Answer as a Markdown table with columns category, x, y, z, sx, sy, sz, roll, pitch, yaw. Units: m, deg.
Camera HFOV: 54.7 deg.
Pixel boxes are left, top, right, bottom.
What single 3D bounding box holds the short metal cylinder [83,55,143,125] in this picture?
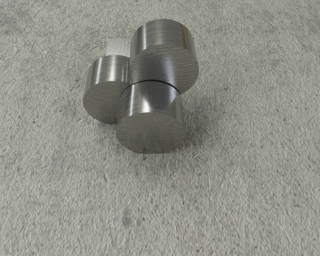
| category | x | y | z | sx | sy | sz | roll | pitch | yaw |
| --- | --- | --- | --- | --- | --- | --- | --- | --- | --- |
| short metal cylinder | -0.058 | -0.049 | 0.411 | 0.081 | 0.080 | 0.050 | -2 | 50 | -2 |

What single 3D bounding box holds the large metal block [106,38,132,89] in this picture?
| category | x | y | z | sx | sy | sz | roll | pitch | yaw |
| --- | --- | --- | --- | --- | --- | --- | --- | --- | --- |
| large metal block | -0.037 | -0.090 | 0.465 | 0.081 | 0.050 | 0.080 | -1 | 50 | -1 |

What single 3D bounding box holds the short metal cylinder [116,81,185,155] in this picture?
| category | x | y | z | sx | sy | sz | roll | pitch | yaw |
| --- | --- | --- | --- | --- | --- | --- | --- | --- | --- |
| short metal cylinder | -0.011 | -0.011 | 0.379 | 0.081 | 0.080 | 0.050 | 0 | 50 | 0 |

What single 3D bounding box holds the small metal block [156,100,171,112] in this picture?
| category | x | y | z | sx | sy | sz | roll | pitch | yaw |
| --- | --- | --- | --- | --- | --- | --- | --- | --- | --- |
| small metal block | 0.008 | -0.039 | 0.424 | 0.025 | 0.050 | 0.050 | 1 | 50 | 1 |

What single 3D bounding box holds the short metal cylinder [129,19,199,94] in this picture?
| category | x | y | z | sx | sy | sz | roll | pitch | yaw |
| --- | --- | --- | --- | --- | --- | --- | --- | --- | --- |
| short metal cylinder | 0.004 | -0.082 | 0.374 | 0.081 | 0.080 | 0.050 | -2 | 50 | -2 |
